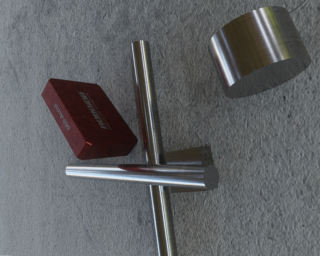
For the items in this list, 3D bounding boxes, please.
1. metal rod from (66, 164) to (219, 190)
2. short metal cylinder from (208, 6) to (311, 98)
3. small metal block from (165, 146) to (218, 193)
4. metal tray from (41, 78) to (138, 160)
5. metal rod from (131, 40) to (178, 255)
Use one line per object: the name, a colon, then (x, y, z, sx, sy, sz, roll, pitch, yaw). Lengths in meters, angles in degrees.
metal rod: (-0.049, 0.061, 0.418, 0.299, 0.025, 0.025, -7, 86, 48)
short metal cylinder: (0.092, -0.068, 0.293, 0.080, 0.081, 0.050, -28, 73, 36)
small metal block: (0.037, 0.050, 0.374, 0.050, 0.025, 0.050, -14, 81, 39)
metal tray: (-0.101, -0.015, 0.446, 0.130, 0.091, 0.030, 52, 121, 27)
metal rod: (-0.008, 0.031, 0.411, 0.025, 0.025, 0.298, -13, 82, 39)
